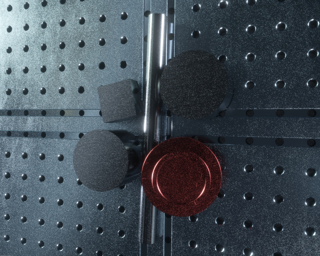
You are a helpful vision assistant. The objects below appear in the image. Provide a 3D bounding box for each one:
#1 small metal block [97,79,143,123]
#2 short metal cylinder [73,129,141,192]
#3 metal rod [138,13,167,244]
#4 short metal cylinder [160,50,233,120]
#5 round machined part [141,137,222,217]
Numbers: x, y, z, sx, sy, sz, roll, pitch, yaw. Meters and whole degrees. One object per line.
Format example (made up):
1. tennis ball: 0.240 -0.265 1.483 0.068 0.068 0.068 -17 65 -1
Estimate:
1. small metal block: -0.054 -0.036 0.427 0.050 0.025 0.050 -12 86 19
2. short metal cylinder: -0.068 0.042 0.419 0.080 0.050 0.079 0 90 20
3. metal rod: -0.010 0.002 0.412 0.025 0.025 0.298 3 91 20
4. short metal cylinder: 0.046 -0.050 0.378 0.080 0.050 0.079 0 90 20
5. round machined part: 0.026 0.060 0.377 0.099 0.042 0.097 0 89 3
